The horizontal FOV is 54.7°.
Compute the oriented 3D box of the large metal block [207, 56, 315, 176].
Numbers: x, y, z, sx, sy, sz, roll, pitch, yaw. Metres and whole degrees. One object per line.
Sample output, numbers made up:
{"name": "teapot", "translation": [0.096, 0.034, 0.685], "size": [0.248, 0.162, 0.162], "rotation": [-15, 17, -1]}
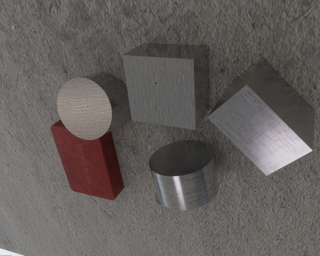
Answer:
{"name": "large metal block", "translation": [0.104, -0.014, 0.308], "size": [0.080, 0.080, 0.050], "rotation": [44, 129, -3]}

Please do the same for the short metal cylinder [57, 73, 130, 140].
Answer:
{"name": "short metal cylinder", "translation": [-0.085, -0.030, 0.406], "size": [0.080, 0.050, 0.079], "rotation": [7, 109, 21]}

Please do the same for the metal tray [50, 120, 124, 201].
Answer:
{"name": "metal tray", "translation": [-0.114, 0.050, 0.494], "size": [0.090, 0.030, 0.129], "rotation": [6, 121, 25]}

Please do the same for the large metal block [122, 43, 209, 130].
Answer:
{"name": "large metal block", "translation": [0.010, -0.050, 0.355], "size": [0.080, 0.050, 0.079], "rotation": [9, 122, 23]}

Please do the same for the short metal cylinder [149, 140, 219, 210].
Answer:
{"name": "short metal cylinder", "translation": [0.031, 0.057, 0.390], "size": [0.080, 0.080, 0.050], "rotation": [1, 119, 28]}
